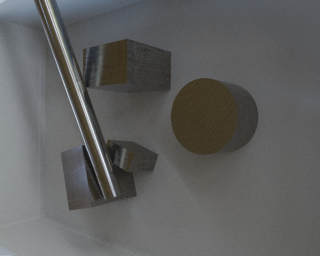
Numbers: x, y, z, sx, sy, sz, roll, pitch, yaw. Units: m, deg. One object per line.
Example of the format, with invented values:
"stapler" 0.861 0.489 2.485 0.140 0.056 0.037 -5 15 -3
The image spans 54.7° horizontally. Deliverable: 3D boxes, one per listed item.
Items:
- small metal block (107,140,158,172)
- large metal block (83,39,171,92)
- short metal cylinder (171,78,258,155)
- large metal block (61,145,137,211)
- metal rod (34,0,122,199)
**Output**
"small metal block" -0.040 0.038 0.420 0.050 0.050 0.025 24 99 37
"large metal block" -0.042 -0.076 0.404 0.080 0.081 0.050 1 91 39
"short metal cylinder" 0.059 -0.012 0.340 0.080 0.050 0.079 0 90 39
"large metal block" -0.086 0.067 0.439 0.050 0.081 0.080 -19 78 38
"metal rod" -0.107 -0.055 0.386 0.025 0.025 0.298 -13 97 39
